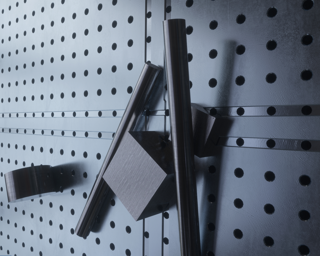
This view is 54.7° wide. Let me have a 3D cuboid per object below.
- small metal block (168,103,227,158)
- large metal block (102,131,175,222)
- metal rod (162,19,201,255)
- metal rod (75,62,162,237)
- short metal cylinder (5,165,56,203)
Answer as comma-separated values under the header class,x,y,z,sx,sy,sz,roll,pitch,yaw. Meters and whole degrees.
class,x,y,z,sx,sy,sz,roll,pitch,yaw
small metal block,0.044,0.001,0.372,0.050,0.025,0.050,30,109,35
large metal block,-0.019,0.060,0.407,0.080,0.050,0.080,45,117,30
metal rod,0.027,0.032,0.353,0.025,0.025,0.298,3,101,39
metal rod,-0.069,0.044,0.463,0.025,0.025,0.298,38,113,33
short metal cylinder,-0.236,0.102,0.564,0.080,0.081,0.050,-23,76,37
